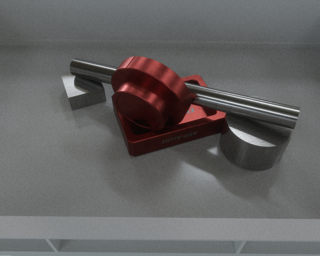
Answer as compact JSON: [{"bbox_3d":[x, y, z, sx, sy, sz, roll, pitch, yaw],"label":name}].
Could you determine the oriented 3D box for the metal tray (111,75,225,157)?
[{"bbox_3d":[0.010,-0.021,0.416,0.131,0.030,0.090,-15,52,-13],"label":"metal tray"}]

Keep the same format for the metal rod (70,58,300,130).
[{"bbox_3d":[0.015,-0.049,0.391,0.301,0.025,0.025,16,52,20],"label":"metal rod"}]

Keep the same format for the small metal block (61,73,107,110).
[{"bbox_3d":[-0.111,-0.058,0.450,0.050,0.025,0.050,-17,52,-15],"label":"small metal block"}]

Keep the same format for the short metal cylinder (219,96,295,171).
[{"bbox_3d":[0.118,0.006,0.384,0.081,0.050,0.080,0,50,0],"label":"short metal cylinder"}]

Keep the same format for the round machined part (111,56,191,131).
[{"bbox_3d":[-0.016,-0.033,0.367,0.098,0.098,0.042,22,61,17],"label":"round machined part"}]
